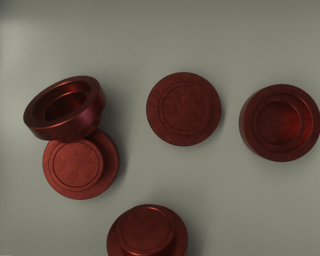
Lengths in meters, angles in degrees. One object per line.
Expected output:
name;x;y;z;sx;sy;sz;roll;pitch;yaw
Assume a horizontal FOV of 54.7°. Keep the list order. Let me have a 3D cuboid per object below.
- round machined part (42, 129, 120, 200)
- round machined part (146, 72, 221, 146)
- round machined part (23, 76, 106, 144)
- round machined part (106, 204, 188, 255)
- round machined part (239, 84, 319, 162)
round machined part;-0.103;0.045;0.402;0.099;0.042;0.097;0;90;-1
round machined part;0.031;-0.025;0.403;0.099;0.042;0.097;0;90;-1
round machined part;-0.112;-0.019;0.384;0.098;0.098;0.042;-22;130;-1
round machined part;-0.016;0.132;0.373;0.099;0.098;0.042;-5;129;-1
round machined part;0.152;-0.006;0.405;0.099;0.042;0.097;0;90;-1
